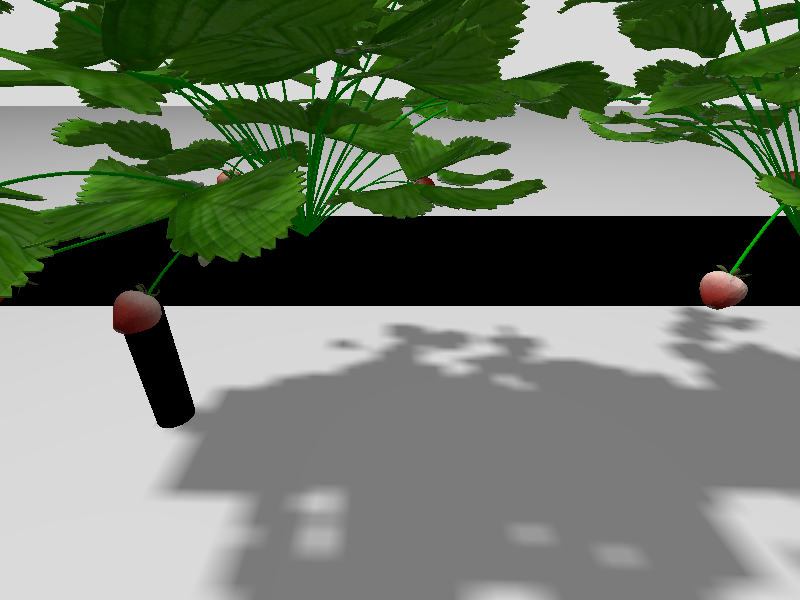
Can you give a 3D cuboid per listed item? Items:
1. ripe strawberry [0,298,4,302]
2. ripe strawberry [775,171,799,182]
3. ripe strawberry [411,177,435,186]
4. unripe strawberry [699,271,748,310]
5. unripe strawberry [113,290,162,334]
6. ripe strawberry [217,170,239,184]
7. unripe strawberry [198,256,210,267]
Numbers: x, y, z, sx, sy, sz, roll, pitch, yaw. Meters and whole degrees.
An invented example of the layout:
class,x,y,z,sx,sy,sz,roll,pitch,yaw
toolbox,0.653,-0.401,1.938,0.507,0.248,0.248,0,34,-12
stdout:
class,x,y,z,sx,sy,sz,roll,pitch,yaw
ripe strawberry,-0.262,-0.015,0.235,0.049,0.047,0.045,-20,34,-32
ripe strawberry,0.464,-0.136,0.477,0.037,0.033,0.034,18,32,31
ripe strawberry,0.026,-0.121,0.447,0.033,0.035,0.031,-23,35,-37
unripe strawberry,0.193,-0.005,0.241,0.023,0.023,0.020,31,-7,44
unripe strawberry,-0.143,0.007,0.216,0.024,0.024,0.021,9,-36,17
ripe strawberry,-0.220,-0.153,0.516,0.031,0.026,0.031,-19,9,-32
unripe strawberry,-0.149,-0.031,0.306,0.011,0.010,0.010,25,5,39
